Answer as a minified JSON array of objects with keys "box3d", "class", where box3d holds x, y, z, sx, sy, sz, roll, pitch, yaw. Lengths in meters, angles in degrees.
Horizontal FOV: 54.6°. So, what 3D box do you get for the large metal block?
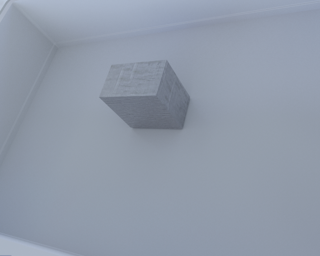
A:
[{"box3d":[-0.017,-0.040,0.402,0.080,0.080,0.050,1,63,28],"class":"large metal block"}]
